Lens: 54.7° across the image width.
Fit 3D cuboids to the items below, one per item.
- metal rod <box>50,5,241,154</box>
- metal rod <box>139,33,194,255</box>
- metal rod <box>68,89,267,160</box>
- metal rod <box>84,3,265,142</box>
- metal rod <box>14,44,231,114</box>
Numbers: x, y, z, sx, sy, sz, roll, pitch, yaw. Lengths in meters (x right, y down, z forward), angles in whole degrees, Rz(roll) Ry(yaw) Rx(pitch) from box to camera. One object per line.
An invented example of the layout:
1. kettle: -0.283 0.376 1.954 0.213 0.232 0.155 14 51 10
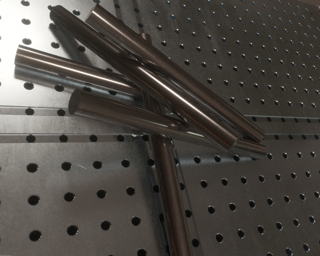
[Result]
1. metal rod: -0.031 -0.070 0.384 0.300 0.025 0.025 38 49 18
2. metal rod: 0.001 0.015 0.379 0.025 0.025 0.299 0 68 -29
3. metal rod: 0.036 0.006 0.379 0.302 0.025 0.025 15 55 -38
4. metal rod: 0.037 -0.058 0.413 0.301 0.025 0.025 32 50 -26
5. metal rod: -0.034 -0.055 0.424 0.302 0.025 0.025 14 56 -21
